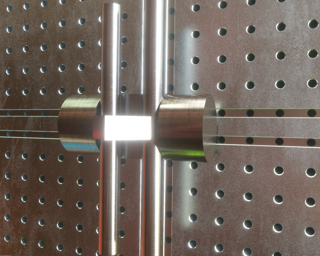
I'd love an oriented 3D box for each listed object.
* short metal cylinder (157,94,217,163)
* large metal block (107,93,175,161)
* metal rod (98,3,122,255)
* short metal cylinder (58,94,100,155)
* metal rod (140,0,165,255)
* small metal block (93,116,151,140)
[{"bbox_3d":[0.035,0.000,0.367,0.050,0.080,0.079,1,90,21],"label":"short metal cylinder"},{"bbox_3d":[-0.022,-0.002,0.403,0.080,0.050,0.079,1,90,20],"label":"large metal block"},{"bbox_3d":[-0.060,0.002,0.377,0.025,0.025,0.298,1,90,20],"label":"metal rod"},{"bbox_3d":[-0.089,-0.005,0.411,0.050,0.080,0.079,2,91,20],"label":"short metal cylinder"},{"bbox_3d":[-0.008,0.000,0.359,0.025,0.025,0.298,1,90,20],"label":"metal rod"},{"bbox_3d":[-0.043,0.000,0.344,0.050,0.050,0.025,2,92,64],"label":"small metal block"}]
